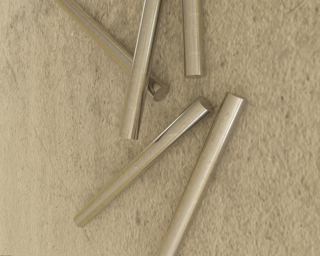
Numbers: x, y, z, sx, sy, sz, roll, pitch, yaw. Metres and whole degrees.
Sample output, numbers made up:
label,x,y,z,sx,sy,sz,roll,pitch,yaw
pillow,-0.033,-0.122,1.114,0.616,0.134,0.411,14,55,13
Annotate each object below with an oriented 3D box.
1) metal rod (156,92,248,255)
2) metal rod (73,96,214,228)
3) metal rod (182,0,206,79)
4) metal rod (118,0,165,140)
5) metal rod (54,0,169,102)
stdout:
label,x,y,z,sx,sy,sz,roll,pitch,yaw
metal rod,0.033,0.099,0.376,0.025,0.025,0.298,32,110,35
metal rod,-0.039,0.062,0.434,0.299,0.025,0.025,-44,64,30
metal rod,0.037,-0.210,0.372,0.025,0.025,0.298,-3,88,39
metal rod,-0.012,-0.134,0.390,0.025,0.025,0.298,11,90,39
metal rod,-0.088,-0.139,0.475,0.300,0.025,0.025,47,118,29
